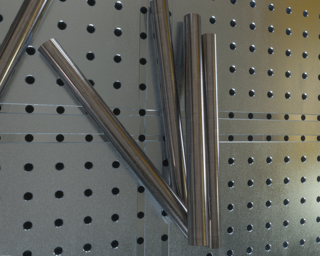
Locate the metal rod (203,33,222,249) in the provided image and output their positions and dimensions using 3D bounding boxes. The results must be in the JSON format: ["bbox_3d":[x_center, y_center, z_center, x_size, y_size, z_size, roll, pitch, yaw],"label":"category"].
[{"bbox_3d":[0.072,0.018,0.440,0.025,0.025,0.298,-2,91,-20],"label":"metal rod"}]

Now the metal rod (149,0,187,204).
[{"bbox_3d":[0.016,-0.020,0.419,0.025,0.025,0.298,-8,93,-20],"label":"metal rod"}]

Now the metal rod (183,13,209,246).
[{"bbox_3d":[0.045,-0.006,0.402,0.025,0.025,0.298,4,78,-20],"label":"metal rod"}]

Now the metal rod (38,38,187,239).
[{"bbox_3d":[-0.043,0.021,0.383,0.025,0.025,0.299,-39,98,-16],"label":"metal rod"}]

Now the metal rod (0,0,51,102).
[{"bbox_3d":[-0.189,-0.035,0.342,0.025,0.025,0.299,25,81,-19],"label":"metal rod"}]
